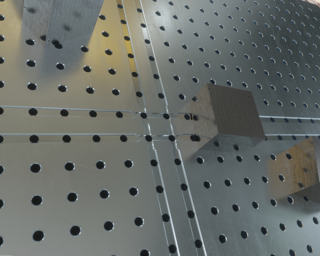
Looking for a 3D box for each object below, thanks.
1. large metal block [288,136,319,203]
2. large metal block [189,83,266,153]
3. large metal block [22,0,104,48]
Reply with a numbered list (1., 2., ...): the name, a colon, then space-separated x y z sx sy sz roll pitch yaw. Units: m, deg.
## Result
1. large metal block: 0.255 0.070 0.486 0.080 0.050 0.080 22 54 -15
2. large metal block: 0.096 -0.012 0.451 0.081 0.050 0.080 6 59 -25
3. large metal block: -0.125 -0.160 0.403 0.080 0.080 0.050 -34 81 -38
